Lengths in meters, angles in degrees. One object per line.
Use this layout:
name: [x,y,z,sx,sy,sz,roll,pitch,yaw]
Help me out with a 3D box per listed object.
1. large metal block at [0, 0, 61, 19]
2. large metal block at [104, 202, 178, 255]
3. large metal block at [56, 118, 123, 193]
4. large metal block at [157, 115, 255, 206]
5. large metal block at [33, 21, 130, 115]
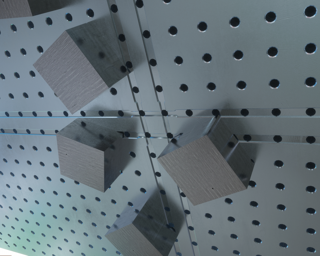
large metal block: [-0.179,-0.179,0.376,0.080,0.050,0.079,5,121,25]
large metal block: [-0.032,0.182,0.523,0.080,0.050,0.080,49,128,-7]
large metal block: [-0.106,0.041,0.474,0.080,0.050,0.079,19,126,17]
large metal block: [0.058,0.042,0.390,0.080,0.050,0.080,-30,102,37]
large metal block: [-0.101,-0.076,0.400,0.080,0.050,0.080,-28,103,37]
